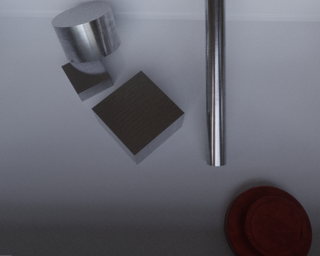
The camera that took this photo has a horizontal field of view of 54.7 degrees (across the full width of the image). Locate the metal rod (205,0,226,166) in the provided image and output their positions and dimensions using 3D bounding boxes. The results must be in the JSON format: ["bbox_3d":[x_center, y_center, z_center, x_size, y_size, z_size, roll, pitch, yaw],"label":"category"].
[{"bbox_3d":[0.068,-0.102,0.377,0.025,0.025,0.298,-2,97,-1],"label":"metal rod"}]

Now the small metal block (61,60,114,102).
[{"bbox_3d":[-0.101,-0.073,0.435,0.050,0.025,0.050,-30,73,-11],"label":"small metal block"}]

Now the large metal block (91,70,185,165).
[{"bbox_3d":[-0.027,-0.013,0.401,0.080,0.050,0.080,-40,75,-14],"label":"large metal block"}]

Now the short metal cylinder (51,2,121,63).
[{"bbox_3d":[-0.099,-0.132,0.425,0.080,0.050,0.080,-8,40,7],"label":"short metal cylinder"}]

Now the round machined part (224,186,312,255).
[{"bbox_3d":[0.128,0.116,0.360,0.099,0.042,0.098,0,70,-1],"label":"round machined part"}]
